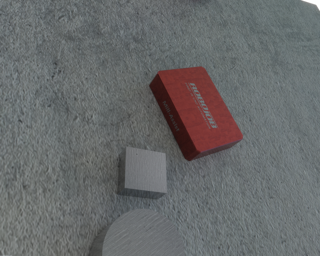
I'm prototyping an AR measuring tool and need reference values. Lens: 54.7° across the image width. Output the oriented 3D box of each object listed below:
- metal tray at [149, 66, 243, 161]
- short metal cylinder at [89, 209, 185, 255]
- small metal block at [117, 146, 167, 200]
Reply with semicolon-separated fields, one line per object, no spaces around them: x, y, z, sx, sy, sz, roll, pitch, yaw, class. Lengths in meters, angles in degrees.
0.052;-0.025;0.446;0.091;0.030;0.130;-13;69;-34;metal tray
-0.024;0.125;0.300;0.081;0.050;0.080;14;56;-21;short metal cylinder
-0.021;0.053;0.362;0.050;0.025;0.050;12;57;-22;small metal block
